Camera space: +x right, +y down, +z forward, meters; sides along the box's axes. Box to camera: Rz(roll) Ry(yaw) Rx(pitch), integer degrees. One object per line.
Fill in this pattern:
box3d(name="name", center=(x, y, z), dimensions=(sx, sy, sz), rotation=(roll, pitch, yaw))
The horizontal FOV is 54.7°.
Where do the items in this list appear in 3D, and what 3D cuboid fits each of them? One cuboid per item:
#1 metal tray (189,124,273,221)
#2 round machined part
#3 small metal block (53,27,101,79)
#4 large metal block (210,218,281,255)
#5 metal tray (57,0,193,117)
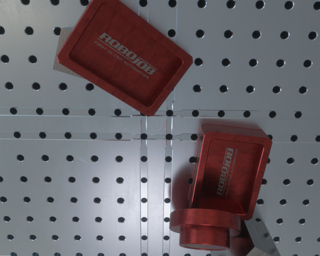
box3d(name="metal tray", center=(0.095, 0.064, 0.434), dimensions=(0.091, 0.030, 0.129), rotation=(6, 110, -3))
box3d(name="round machined part", center=(0.062, 0.144, 0.429), dimensions=(0.099, 0.042, 0.098), rotation=(4, 153, 2))
box3d(name="small metal block", center=(-0.098, -0.090, 0.379), dimensions=(0.050, 0.025, 0.050), rotation=(17, 109, -6))
box3d(name="large metal block", center=(0.121, 0.183, 0.452), dimensions=(0.050, 0.080, 0.080), rotation=(31, 107, -11))
box3d(name="metal tray", center=(-0.038, -0.083, 0.360), dimensions=(0.131, 0.030, 0.090), rotation=(31, 103, -25))
